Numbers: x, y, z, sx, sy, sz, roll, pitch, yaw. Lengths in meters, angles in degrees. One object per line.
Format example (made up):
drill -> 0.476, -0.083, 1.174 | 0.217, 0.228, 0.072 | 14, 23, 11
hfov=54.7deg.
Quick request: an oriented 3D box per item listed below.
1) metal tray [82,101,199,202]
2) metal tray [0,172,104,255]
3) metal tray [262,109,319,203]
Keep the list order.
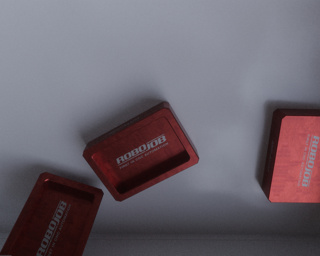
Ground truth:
metal tray -> -0.025, 0.034, 0.420 | 0.130, 0.030, 0.090 | -28, 108, 9
metal tray -> -0.137, 0.131, 0.403 | 0.091, 0.130, 0.030 | 19, 143, -5
metal tray -> 0.197, 0.040, 0.426 | 0.091, 0.030, 0.129 | 1, 110, -1
